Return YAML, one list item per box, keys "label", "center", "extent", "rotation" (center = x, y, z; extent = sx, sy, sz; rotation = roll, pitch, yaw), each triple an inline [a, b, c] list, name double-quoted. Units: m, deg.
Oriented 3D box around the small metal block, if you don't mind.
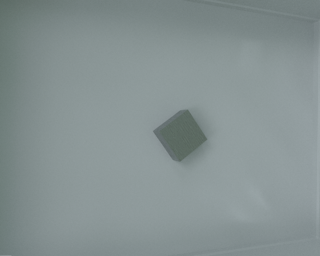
- label: "small metal block"
  center: [0.027, 0.010, 0.422]
  extent: [0.050, 0.025, 0.050]
  rotation: [-38, 102, -16]
